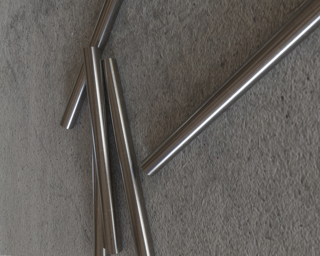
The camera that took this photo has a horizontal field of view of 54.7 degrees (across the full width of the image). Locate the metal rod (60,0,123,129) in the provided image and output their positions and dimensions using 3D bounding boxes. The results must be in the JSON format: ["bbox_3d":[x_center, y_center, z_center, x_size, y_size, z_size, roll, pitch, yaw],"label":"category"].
[{"bbox_3d":[-0.098,-0.130,0.482,0.025,0.025,0.298,40,114,32],"label":"metal rod"}]

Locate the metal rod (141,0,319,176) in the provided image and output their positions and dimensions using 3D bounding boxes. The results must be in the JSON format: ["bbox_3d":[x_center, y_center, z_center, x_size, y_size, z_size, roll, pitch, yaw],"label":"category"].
[{"bbox_3d":[0.076,-0.039,0.341,0.299,0.025,0.025,-45,63,30],"label":"metal rod"}]

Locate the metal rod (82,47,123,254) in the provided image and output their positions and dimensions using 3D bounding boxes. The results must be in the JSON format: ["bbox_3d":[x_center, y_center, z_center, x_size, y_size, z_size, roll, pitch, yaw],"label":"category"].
[{"bbox_3d":[-0.084,0.033,0.453,0.025,0.025,0.298,-5,93,39],"label":"metal rod"}]

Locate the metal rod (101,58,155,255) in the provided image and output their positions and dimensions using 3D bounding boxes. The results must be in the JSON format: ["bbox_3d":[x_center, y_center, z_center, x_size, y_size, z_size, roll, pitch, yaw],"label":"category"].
[{"bbox_3d":[-0.047,0.044,0.440,0.025,0.025,0.299,-20,78,38],"label":"metal rod"}]

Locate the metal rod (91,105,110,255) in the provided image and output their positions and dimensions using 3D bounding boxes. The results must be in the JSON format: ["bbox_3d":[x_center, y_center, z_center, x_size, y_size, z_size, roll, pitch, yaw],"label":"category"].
[{"bbox_3d":[-0.092,0.057,0.478,0.025,0.025,0.298,-2,89,39],"label":"metal rod"}]
